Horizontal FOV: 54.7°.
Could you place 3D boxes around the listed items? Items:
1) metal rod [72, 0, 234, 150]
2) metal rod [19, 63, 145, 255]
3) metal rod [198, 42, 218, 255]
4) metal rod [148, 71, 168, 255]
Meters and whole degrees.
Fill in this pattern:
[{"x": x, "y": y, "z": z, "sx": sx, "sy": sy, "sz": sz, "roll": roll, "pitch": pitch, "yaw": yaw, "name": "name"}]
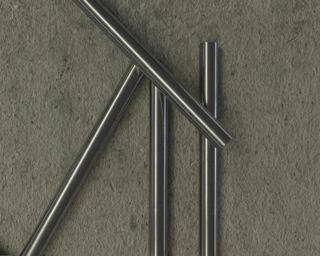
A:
[{"x": -0.024, "y": -0.089, "z": 0.387, "sx": 0.025, "sy": 0.025, "sz": 0.300, "roll": -44, "pitch": 82, "yaw": 0, "name": "metal rod"}, {"x": -0.102, "y": 0.049, "z": 0.409, "sx": 0.025, "sy": 0.025, "sz": 0.299, "roll": 30, "pitch": 90, "yaw": 0, "name": "metal rod"}, {"x": 0.064, "y": 0.039, "z": 0.410, "sx": 0.025, "sy": 0.025, "sz": 0.298, "roll": 0, "pitch": 90, "yaw": 0, "name": "metal rod"}, {"x": -0.002, "y": 0.072, "z": 0.409, "sx": 0.025, "sy": 0.025, "sz": 0.298, "roll": 0, "pitch": 90, "yaw": 0, "name": "metal rod"}]
